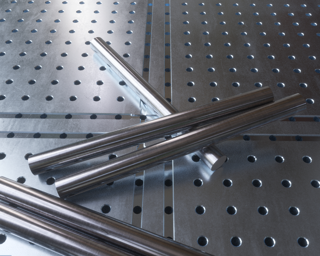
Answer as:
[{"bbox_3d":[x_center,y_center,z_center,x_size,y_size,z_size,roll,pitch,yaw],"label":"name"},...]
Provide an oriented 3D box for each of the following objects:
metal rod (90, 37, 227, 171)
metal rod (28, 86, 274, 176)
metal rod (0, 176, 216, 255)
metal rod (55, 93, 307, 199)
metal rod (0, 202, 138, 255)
[{"bbox_3d":[-0.018,-0.050,0.449,0.025,0.025,0.300,-29,56,-23],"label":"metal rod"},{"bbox_3d":[-0.007,0.002,0.379,0.302,0.025,0.025,-17,52,-4],"label":"metal rod"},{"bbox_3d":[-0.042,0.108,0.316,0.301,0.025,0.025,16,52,13],"label":"metal rod"},{"bbox_3d":[0.029,0.019,0.363,0.302,0.025,0.025,-19,53,-5],"label":"metal rod"},{"bbox_3d":[-0.091,0.115,0.309,0.301,0.025,0.025,16,52,13],"label":"metal rod"}]
